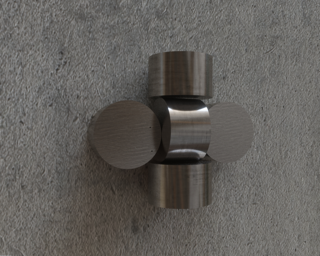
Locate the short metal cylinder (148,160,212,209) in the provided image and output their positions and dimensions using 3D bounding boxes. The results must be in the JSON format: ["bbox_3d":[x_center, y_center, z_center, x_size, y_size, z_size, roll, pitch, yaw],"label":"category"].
[{"bbox_3d":[0.025,0.067,0.391,0.081,0.080,0.050,0,90,-20],"label":"short metal cylinder"}]

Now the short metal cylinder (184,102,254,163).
[{"bbox_3d":[0.079,0.005,0.426,0.081,0.050,0.080,0,91,-20],"label":"short metal cylinder"}]

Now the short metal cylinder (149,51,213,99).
[{"bbox_3d":[0.026,-0.063,0.391,0.081,0.080,0.050,0,90,-20],"label":"short metal cylinder"}]

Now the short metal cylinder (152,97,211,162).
[{"bbox_3d":[0.022,0.002,0.390,0.050,0.080,0.080,1,90,-20],"label":"short metal cylinder"}]

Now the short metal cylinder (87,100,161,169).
[{"bbox_3d":[-0.045,0.008,0.380,0.081,0.050,0.080,0,90,-21],"label":"short metal cylinder"}]
